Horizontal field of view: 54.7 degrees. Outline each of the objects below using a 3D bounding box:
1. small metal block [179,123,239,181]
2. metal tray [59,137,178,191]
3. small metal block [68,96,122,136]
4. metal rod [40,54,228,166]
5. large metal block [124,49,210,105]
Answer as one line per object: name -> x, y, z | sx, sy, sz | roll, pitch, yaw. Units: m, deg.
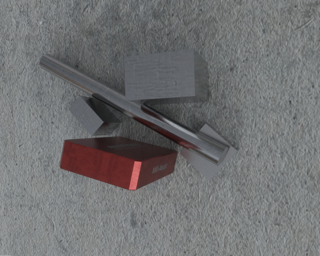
small metal block -> 0.062, 0.029, 0.388 | 0.050, 0.025, 0.050 | 43, 103, 14
metal tray -> -0.041, 0.036, 0.368 | 0.090, 0.130, 0.030 | 13, 95, 19
small metal block -> -0.088, -0.016, 0.426 | 0.050, 0.050, 0.025 | 46, 104, 14
metal rod -> -0.050, -0.034, 0.412 | 0.300, 0.025, 0.025 | 29, 99, 22
large metal block -> 0.012, -0.057, 0.375 | 0.080, 0.080, 0.050 | -2, 90, 19
